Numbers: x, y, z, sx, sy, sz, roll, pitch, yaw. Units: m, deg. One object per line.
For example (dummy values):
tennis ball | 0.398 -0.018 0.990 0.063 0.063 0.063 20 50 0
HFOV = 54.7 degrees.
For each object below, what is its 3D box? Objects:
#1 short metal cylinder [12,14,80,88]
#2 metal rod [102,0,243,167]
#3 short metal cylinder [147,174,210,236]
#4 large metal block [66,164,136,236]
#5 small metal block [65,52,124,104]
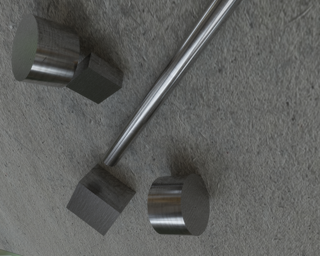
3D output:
short metal cylinder | -0.142 -0.093 0.382 0.080 0.050 0.080 -6 82 46
metal rod | -0.003 -0.041 0.381 0.025 0.025 0.298 40 129 1
short metal cylinder | 0.027 0.104 0.420 0.050 0.080 0.080 -11 113 32
large metal block | -0.099 0.120 0.515 0.080 0.050 0.079 36 129 3
small metal block | -0.083 -0.062 0.396 0.050 0.025 0.050 30 138 -35
